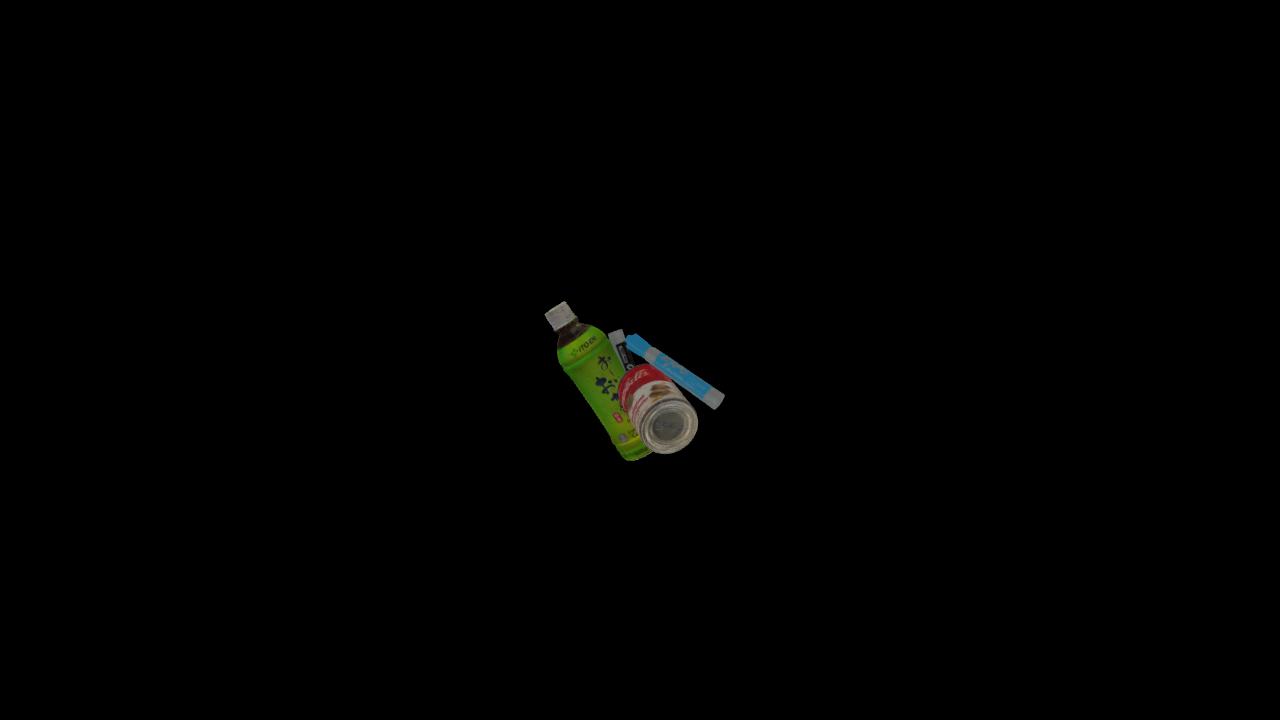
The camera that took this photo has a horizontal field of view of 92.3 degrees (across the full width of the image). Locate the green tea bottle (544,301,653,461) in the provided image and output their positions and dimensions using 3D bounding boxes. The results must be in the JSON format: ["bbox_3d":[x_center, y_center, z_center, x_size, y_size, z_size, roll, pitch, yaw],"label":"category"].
[{"bbox_3d":[-0.047,0.024,0.759,0.073,0.212,0.073,-33,12,8],"label":"green tea bottle"}]

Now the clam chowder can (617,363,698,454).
[{"bbox_3d":[0.019,0.054,0.696,0.068,0.068,0.102,0,22,-17],"label":"clam chowder can"}]

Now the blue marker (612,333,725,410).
[{"bbox_3d":[0.033,0.010,0.636,0.121,0.020,0.020,35,12,18],"label":"blue marker"}]

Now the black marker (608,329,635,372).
[{"bbox_3d":[-0.010,0.022,0.750,0.020,0.121,0.020,-20,7,2],"label":"black marker"}]
